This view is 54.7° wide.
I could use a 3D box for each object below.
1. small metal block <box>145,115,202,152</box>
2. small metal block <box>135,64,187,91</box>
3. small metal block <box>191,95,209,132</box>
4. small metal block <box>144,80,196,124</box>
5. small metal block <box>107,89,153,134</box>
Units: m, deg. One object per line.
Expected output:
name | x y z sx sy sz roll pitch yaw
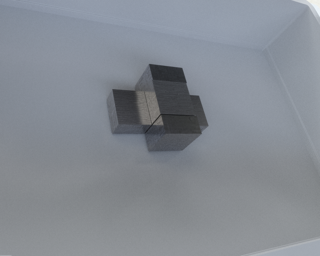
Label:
small metal block | 0.016 0.007 0.389 0.050 0.050 0.025 1 62 -28
small metal block | 0.000 -0.059 0.423 0.050 0.050 0.025 1 62 -28
small metal block | 0.034 -0.019 0.433 0.050 0.025 0.050 1 61 -28
small metal block | 0.012 -0.032 0.396 0.050 0.025 0.050 1 61 -28
small metal block | -0.037 -0.020 0.395 0.050 0.025 0.050 1 61 -28
